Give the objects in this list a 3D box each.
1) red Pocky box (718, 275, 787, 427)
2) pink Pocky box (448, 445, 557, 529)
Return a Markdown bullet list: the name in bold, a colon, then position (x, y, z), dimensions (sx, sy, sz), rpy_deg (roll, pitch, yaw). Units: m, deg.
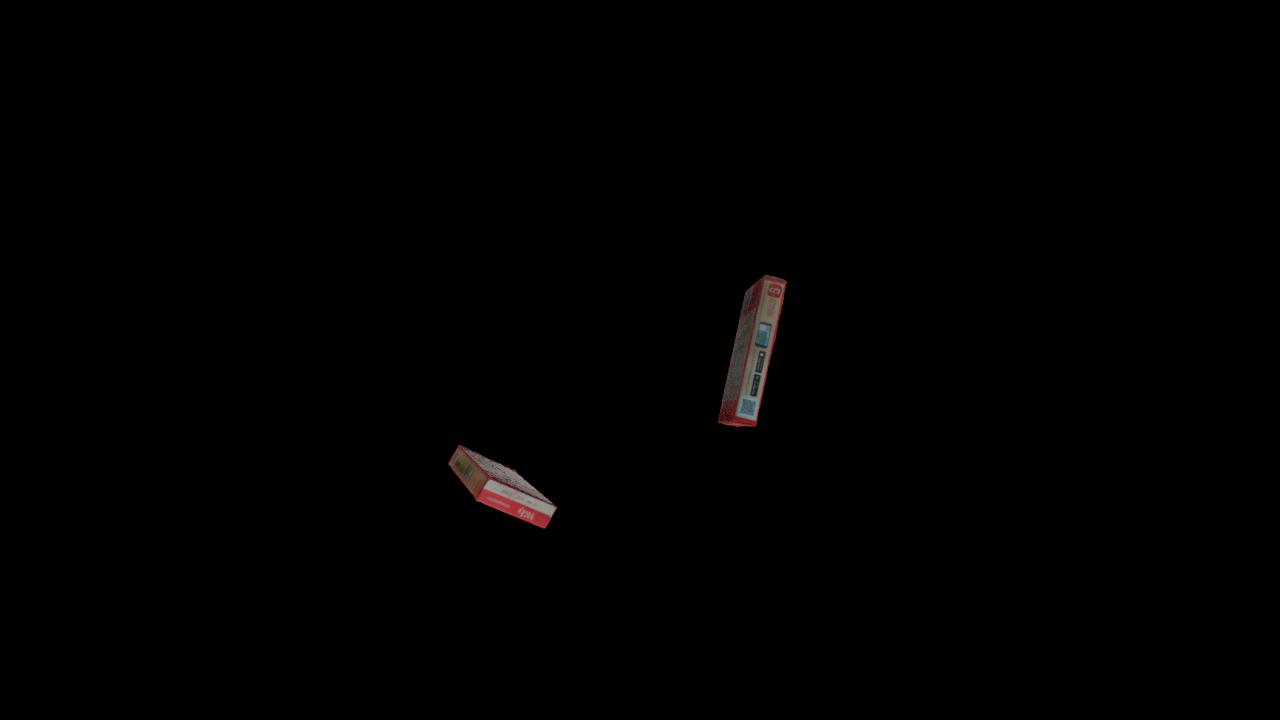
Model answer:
- **red Pocky box**: position (0.118, -0.006, 0.653), dimensions (0.028, 0.155, 0.083), rpy_deg (14, -6, -3)
- **pink Pocky box**: position (-0.157, 0.138, 0.684), dimensions (0.084, 0.029, 0.155), rpy_deg (32, -10, -27)
